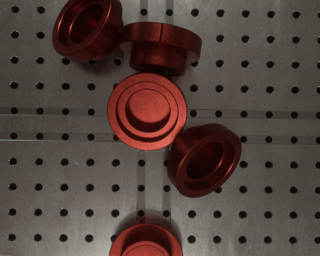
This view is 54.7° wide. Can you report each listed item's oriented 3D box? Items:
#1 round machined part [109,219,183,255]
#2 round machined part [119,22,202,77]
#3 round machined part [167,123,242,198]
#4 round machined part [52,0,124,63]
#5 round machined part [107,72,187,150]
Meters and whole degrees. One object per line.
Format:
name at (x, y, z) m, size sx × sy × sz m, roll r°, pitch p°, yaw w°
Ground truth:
round machined part at (-0.018, 0.173, 0.405) m, size 0.099 × 0.042 × 0.097 m, roll 0°, pitch 90°, yaw -1°
round machined part at (-0.001, -0.090, 0.376) m, size 0.099 × 0.098 × 0.042 m, roll 8°, pitch 89°, yaw -1°
round machined part at (0.051, 0.036, 0.389) m, size 0.099 × 0.042 × 0.097 m, roll -18°, pitch 128°, yaw -24°
round machined part at (-0.085, -0.125, 0.388) m, size 0.098 × 0.042 × 0.098 m, roll -13°, pitch 65°, yaw 30°
round machined part at (-0.014, -0.024, 0.397) m, size 0.099 × 0.042 × 0.097 m, roll 1°, pitch 104°, yaw 4°
